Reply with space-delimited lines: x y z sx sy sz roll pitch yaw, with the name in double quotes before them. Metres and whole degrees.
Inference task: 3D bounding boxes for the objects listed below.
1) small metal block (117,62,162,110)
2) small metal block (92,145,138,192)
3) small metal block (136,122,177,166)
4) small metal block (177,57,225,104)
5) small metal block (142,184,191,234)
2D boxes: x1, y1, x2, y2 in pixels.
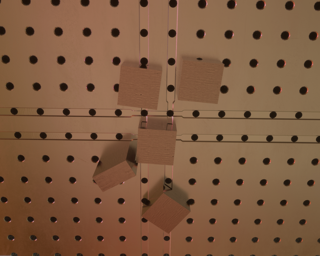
"small metal block" -0.025 -0.053 0.394 0.050 0.025 0.050 7 110 -3
"small metal block" -0.059 0.053 0.419 0.050 0.050 0.025 -27 108 9
"small metal block" -0.005 0.021 0.421 0.050 0.025 0.050 4 110 -2
"small metal block" 0.050 -0.060 0.392 0.050 0.025 0.050 5 110 -2
"small metal block" 0.009 0.119 0.457 0.050 0.025 0.050 37 106 -13
